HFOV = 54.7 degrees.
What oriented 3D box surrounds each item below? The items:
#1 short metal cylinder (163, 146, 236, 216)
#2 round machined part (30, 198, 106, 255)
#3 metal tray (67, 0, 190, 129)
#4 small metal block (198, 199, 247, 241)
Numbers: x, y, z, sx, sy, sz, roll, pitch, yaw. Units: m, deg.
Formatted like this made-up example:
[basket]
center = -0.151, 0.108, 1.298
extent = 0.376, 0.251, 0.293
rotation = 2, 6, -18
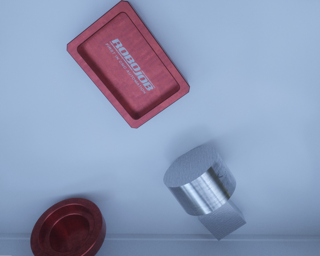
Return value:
[short metal cylinder]
center = 0.052, 0.068, 0.408
extent = 0.080, 0.080, 0.050
rotation = -31, 107, 10
[round machined part]
center = -0.123, 0.150, 0.431
extent = 0.099, 0.098, 0.042
rotation = -9, 133, 3
[metal tray]
center = -0.036, -0.075, 0.380
extent = 0.090, 0.030, 0.130
rotation = -35, 107, 11
[small metal block]
center = 0.091, 0.131, 0.461
extent = 0.050, 0.025, 0.050
rotation = -38, 106, 12
